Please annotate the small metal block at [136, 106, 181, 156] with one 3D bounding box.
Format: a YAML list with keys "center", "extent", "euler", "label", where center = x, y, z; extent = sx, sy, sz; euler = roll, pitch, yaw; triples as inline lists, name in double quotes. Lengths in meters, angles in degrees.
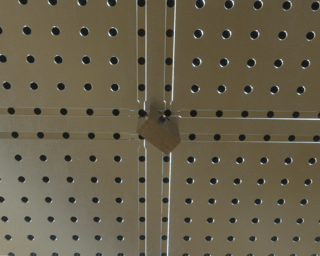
- center: [-0.002, 0.002, 0.401]
  extent: [0.050, 0.050, 0.025]
  euler: [38, 106, -13]
  label: "small metal block"
